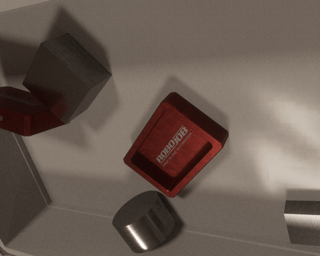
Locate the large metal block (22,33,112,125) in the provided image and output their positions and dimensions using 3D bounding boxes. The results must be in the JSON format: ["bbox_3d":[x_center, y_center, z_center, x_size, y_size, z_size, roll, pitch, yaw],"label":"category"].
[{"bbox_3d":[-0.125,-0.065,0.416,0.080,0.050,0.080,44,129,-3],"label":"large metal block"}]

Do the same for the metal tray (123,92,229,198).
[{"bbox_3d":[0.016,0.027,0.412,0.090,0.030,0.129,37,129,2],"label":"metal tray"}]

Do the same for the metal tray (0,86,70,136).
[{"bbox_3d":[-0.211,-0.029,0.454,0.130,0.090,0.030,16,109,19],"label":"metal tray"}]

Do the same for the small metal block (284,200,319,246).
[{"bbox_3d":[0.186,0.118,0.384,0.050,0.025,0.050,-7,115,30],"label":"small metal block"}]

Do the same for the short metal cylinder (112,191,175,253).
[{"bbox_3d":[-0.025,0.141,0.472,0.080,0.080,0.050,-22,107,36],"label":"short metal cylinder"}]
